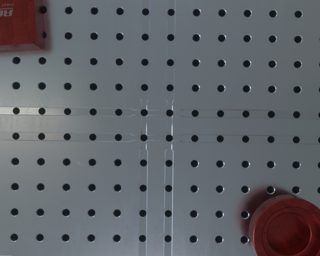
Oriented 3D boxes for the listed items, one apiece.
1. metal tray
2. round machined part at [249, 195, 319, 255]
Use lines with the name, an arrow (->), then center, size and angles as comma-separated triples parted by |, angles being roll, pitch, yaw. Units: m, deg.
metal tray -> -0.226, -0.149, 0.409 | 0.131, 0.030, 0.089 | -4, 90, 0
round machined part -> 0.165, 0.136, 0.406 | 0.099, 0.042, 0.097 | 0, 90, 0
